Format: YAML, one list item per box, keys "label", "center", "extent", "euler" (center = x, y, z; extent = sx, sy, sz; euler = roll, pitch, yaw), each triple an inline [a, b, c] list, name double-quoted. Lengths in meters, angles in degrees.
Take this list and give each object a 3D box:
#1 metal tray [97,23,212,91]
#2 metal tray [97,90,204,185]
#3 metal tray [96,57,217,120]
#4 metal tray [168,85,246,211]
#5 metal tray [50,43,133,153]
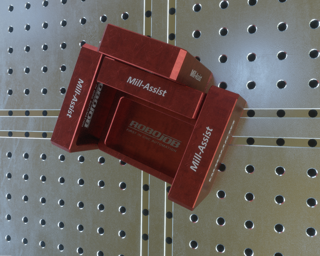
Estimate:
- label: "metal tray"
  center: [0.001, -0.075, 0.356]
  extent: [0.090, 0.130, 0.030]
  euler: [24, 99, 18]
- label: "metal tray"
  center: [-0.010, 0.011, 0.413]
  extent: [0.130, 0.030, 0.090]
  euler: [23, 98, 18]
- label: "metal tray"
  center: [0.001, -0.046, 0.378]
  extent: [0.130, 0.090, 0.030]
  euler: [23, 98, 18]
- label: "metal tray"
  center: [0.057, 0.021, 0.357]
  extent: [0.030, 0.090, 0.129]
  euler: [23, 98, 18]
- label: "metal tray"
  center: [-0.085, -0.035, 0.408]
  extent: [0.030, 0.090, 0.129]
  euler: [23, 98, 18]
